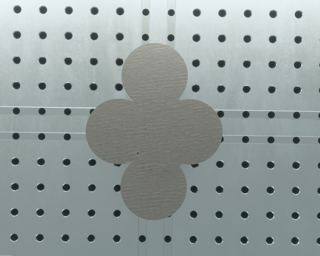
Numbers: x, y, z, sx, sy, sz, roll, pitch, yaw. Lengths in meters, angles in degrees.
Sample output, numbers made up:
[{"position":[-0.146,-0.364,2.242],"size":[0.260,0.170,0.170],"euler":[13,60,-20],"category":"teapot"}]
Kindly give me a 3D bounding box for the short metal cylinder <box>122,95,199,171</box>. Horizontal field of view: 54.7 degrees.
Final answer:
[{"position":[0.001,0.005,0.350],"size":[0.081,0.050,0.079],"euler":[0,90,0],"category":"short metal cylinder"}]

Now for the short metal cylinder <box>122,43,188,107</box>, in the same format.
[{"position":[-0.007,-0.064,0.400],"size":[0.081,0.050,0.079],"euler":[0,90,-1],"category":"short metal cylinder"}]

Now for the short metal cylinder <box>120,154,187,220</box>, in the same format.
[{"position":[-0.008,0.072,0.400],"size":[0.081,0.050,0.080],"euler":[0,88,-1],"category":"short metal cylinder"}]

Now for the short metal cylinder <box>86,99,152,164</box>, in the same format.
[{"position":[-0.050,0.004,0.400],"size":[0.081,0.050,0.079],"euler":[0,90,0],"category":"short metal cylinder"}]

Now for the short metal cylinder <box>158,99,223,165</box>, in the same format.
[{"position":[0.036,0.005,0.400],"size":[0.081,0.050,0.079],"euler":[0,90,0],"category":"short metal cylinder"}]
